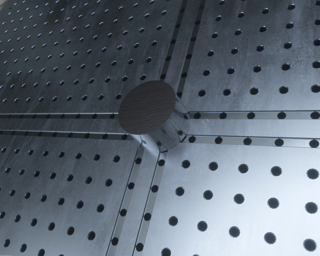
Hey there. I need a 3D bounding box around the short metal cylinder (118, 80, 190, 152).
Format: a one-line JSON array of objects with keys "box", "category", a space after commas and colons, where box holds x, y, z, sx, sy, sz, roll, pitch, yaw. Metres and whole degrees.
[{"box": [-0.007, -0.015, 0.406, 0.080, 0.050, 0.080, -13, 56, 21], "category": "short metal cylinder"}]
